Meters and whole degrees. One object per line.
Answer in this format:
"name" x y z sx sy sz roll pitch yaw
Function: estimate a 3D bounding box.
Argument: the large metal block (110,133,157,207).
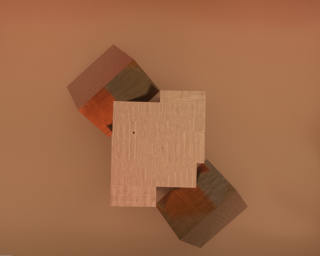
"large metal block" -0.029 0.047 0.382 0.050 0.080 0.080 1 90 0

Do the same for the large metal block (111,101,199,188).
"large metal block" -0.005 0.015 0.317 0.081 0.050 0.080 2 90 0

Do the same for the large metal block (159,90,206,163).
"large metal block" 0.024 -0.001 0.381 0.050 0.080 0.080 1 90 0

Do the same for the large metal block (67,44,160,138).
"large metal block" -0.059 -0.048 0.374 0.080 0.080 0.050 -43 125 0

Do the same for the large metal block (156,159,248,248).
"large metal block" 0.053 0.094 0.375 0.080 0.080 0.050 -41 55 0
